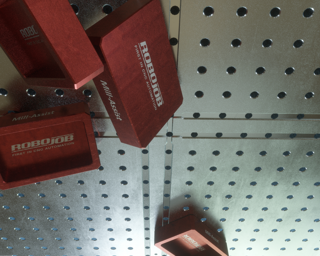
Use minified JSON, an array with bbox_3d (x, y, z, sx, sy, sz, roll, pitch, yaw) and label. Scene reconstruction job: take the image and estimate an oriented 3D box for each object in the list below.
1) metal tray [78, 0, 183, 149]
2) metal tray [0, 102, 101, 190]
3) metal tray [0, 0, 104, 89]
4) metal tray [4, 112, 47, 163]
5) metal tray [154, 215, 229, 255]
[{"bbox_3d":[-0.022,-0.054,0.321,0.030,0.090,0.130,14,139,33],"label":"metal tray"},{"bbox_3d":[-0.149,0.023,0.395,0.131,0.030,0.089,-12,124,-12],"label":"metal tray"},{"bbox_3d":[-0.112,-0.082,0.276,0.130,0.030,0.090,12,136,50],"label":"metal tray"},{"bbox_3d":[-0.229,0.039,0.439,0.130,0.030,0.090,-21,127,16],"label":"metal tray"},{"bbox_3d":[0.062,0.224,0.598,0.090,0.030,0.130,-30,124,23],"label":"metal tray"}]
